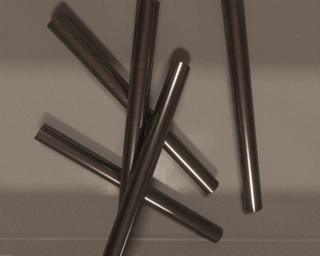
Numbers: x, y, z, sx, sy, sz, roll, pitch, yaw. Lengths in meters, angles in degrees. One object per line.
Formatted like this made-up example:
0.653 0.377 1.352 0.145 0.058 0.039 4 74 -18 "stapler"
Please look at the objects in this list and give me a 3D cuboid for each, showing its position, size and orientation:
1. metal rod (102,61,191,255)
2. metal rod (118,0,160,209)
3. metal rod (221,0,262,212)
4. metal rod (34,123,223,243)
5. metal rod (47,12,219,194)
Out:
-0.024 0.063 0.375 0.025 0.025 0.299 20 86 -8 "metal rod"
-0.031 0.002 0.383 0.025 0.025 0.298 6 110 -3 "metal rod"
0.110 -0.021 0.405 0.025 0.025 0.298 -10 110 3 "metal rod"
-0.035 0.084 0.441 0.301 0.025 0.025 33 107 -12 "metal rod"
-0.024 -0.021 0.403 0.025 0.025 0.300 -39 106 13 "metal rod"
